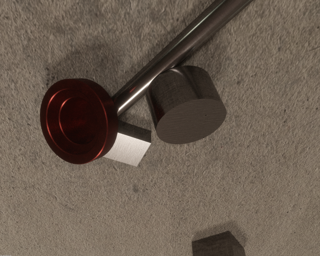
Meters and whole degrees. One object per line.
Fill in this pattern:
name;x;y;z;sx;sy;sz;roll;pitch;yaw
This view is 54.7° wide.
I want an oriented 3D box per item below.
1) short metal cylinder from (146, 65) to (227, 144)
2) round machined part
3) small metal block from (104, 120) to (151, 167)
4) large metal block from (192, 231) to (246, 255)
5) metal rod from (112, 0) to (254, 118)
short metal cylinder;0.029;-0.025;0.355;0.081;0.050;0.080;-12;145;-8
round machined part;-0.090;-0.010;0.366;0.098;0.042;0.097;5;102;26
small metal block;-0.045;0.022;0.425;0.050;0.025;0.050;19;128;-16
large metal block;0.119;0.254;0.609;0.080;0.050;0.080;-24;126;19
metal rod;-0.014;-0.058;0.357;0.025;0.025;0.299;37;121;-27
